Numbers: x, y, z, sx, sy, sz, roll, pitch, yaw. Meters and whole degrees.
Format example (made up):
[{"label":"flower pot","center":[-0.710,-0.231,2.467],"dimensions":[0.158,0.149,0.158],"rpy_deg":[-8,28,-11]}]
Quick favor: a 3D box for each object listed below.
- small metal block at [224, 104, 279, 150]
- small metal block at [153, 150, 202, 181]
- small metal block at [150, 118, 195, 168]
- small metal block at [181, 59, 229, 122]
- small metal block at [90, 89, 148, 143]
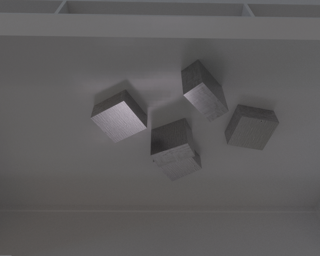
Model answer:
[{"label":"small metal block","center":[0.120,0.000,0.410],"dimensions":[0.050,0.025,0.050],"rpy_deg":[10,130,-8]},{"label":"small metal block","center":[0.025,0.045,0.448],"dimensions":[0.050,0.025,0.050],"rpy_deg":[-27,125,21]},{"label":"small metal block","center":[0.016,0.019,0.409],"dimensions":[0.050,0.050,0.025],"rpy_deg":[-20,127,16]},{"label":"small metal block","center":[0.051,-0.043,0.356],"dimensions":[0.025,0.050,0.050],"rpy_deg":[-33,123,25]},{"label":"small metal block","center":[-0.051,-0.014,0.396],"dimensions":[0.050,0.025,0.050],"rpy_deg":[-25,126,19]}]
